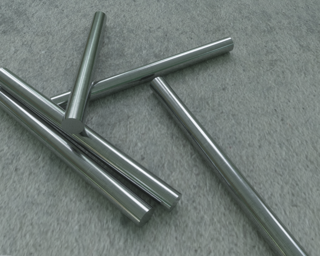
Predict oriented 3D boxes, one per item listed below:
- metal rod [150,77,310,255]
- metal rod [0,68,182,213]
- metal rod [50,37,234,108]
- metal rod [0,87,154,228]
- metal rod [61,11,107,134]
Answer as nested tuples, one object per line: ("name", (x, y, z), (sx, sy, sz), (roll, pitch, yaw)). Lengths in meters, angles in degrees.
("metal rod", (0.067, 0.036, 0.373), (0.025, 0.025, 0.300), (-22, 54, -18))
("metal rod", (-0.102, 0.004, 0.384), (0.300, 0.025, 0.025), (33, 57, 19))
("metal rod", (-0.015, -0.087, 0.475), (0.302, 0.025, 0.025), (-23, 54, -19))
("metal rod", (-0.128, 0.018, 0.385), (0.300, 0.025, 0.025), (33, 57, 24))
("metal rod", (-0.105, -0.103, 0.463), (0.025, 0.025, 0.300), (-1, 42, -2))
